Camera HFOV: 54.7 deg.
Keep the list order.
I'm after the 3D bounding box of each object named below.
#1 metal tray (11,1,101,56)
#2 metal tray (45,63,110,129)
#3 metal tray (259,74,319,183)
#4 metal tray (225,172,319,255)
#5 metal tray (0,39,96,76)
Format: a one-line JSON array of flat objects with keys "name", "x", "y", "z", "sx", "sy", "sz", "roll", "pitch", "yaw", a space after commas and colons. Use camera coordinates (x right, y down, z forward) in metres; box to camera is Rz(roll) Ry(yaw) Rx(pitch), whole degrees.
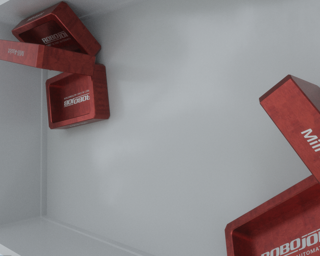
[{"name": "metal tray", "x": -0.170, "y": -0.144, "z": 0.505, "sx": 0.130, "sy": 0.090, "sz": 0.030, "roll": -1, "pitch": 51, "yaw": 40}, {"name": "metal tray", "x": -0.142, "y": -0.050, "z": 0.520, "sx": 0.130, "sy": 0.030, "sz": 0.090, "roll": -10, "pitch": 84, "yaw": 39}, {"name": "metal tray", "x": 0.143, "y": 0.020, "z": 0.246, "sx": 0.030, "sy": 0.091, "sz": 0.130, "roll": -44, "pitch": 64, "yaw": 31}, {"name": "metal tray", "x": 0.113, "y": 0.105, "z": 0.268, "sx": 0.129, "sy": 0.030, "sz": 0.090, "roll": -47, "pitch": 26, "yaw": 38}, {"name": "metal tray", "x": -0.172, "y": -0.106, "z": 0.466, "sx": 0.130, "sy": 0.091, "sz": 0.030, "roll": 17, "pitch": 101, "yaw": 38}]
